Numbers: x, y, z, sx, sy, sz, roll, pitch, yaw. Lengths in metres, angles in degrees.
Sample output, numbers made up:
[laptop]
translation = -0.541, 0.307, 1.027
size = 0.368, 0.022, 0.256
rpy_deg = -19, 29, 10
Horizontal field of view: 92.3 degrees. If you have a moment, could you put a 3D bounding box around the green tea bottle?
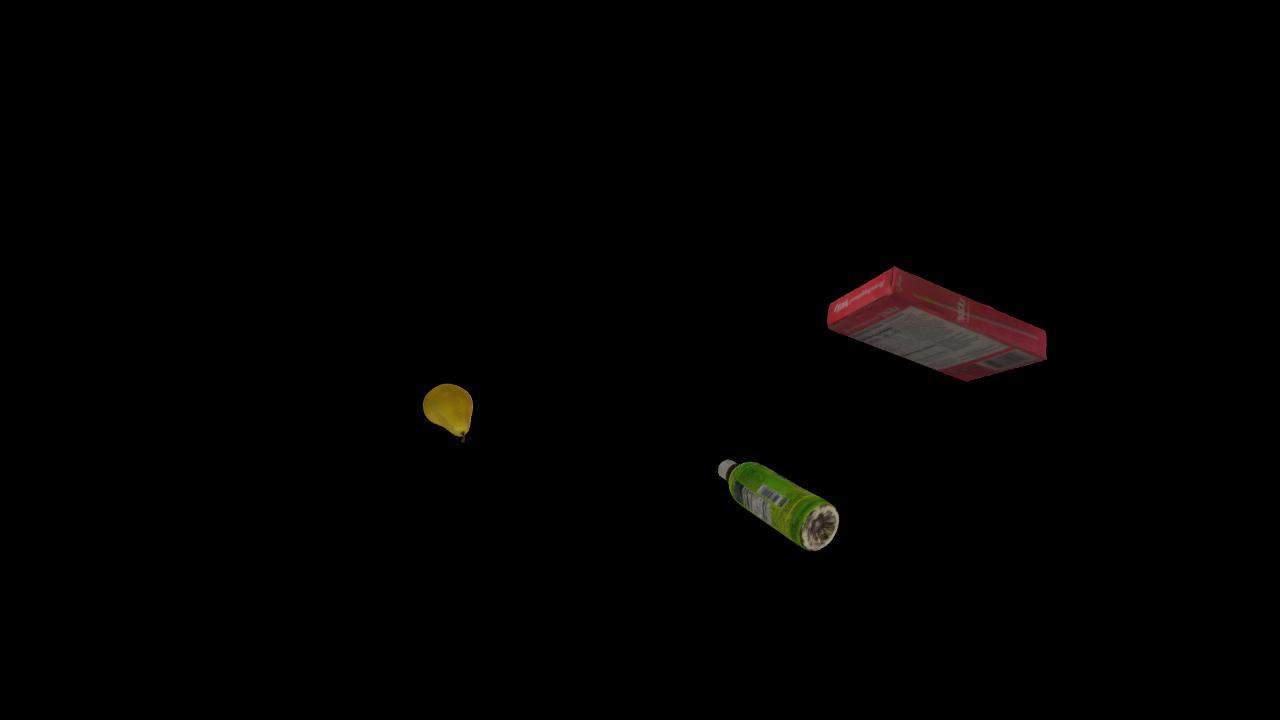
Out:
[green tea bottle]
translation = 0.184, 0.193, 0.878
size = 0.073, 0.073, 0.212
rpy_deg = 0, 14, -30

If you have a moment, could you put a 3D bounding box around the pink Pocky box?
[pink Pocky box]
translation = 0.247, -0.026, 0.517
size = 0.155, 0.029, 0.084
rpy_deg = 19, -20, -13

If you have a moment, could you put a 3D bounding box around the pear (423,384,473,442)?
[pear]
translation = -0.297, 0.090, 0.994
size = 0.111, 0.080, 0.080
rpy_deg = 46, 23, 24
